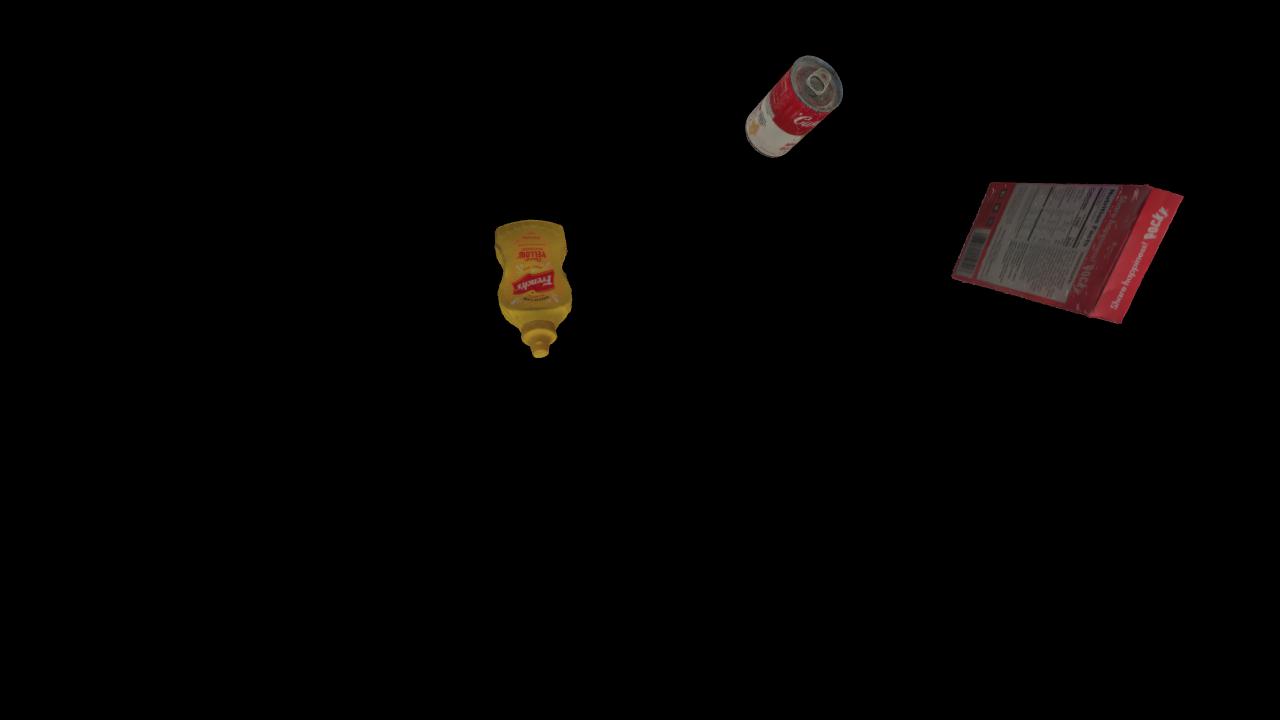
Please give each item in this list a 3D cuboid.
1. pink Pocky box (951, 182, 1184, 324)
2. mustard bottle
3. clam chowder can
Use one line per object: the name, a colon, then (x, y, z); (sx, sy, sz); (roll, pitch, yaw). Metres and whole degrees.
pink Pocky box: (0.297, -0.085, 0.448); (0.029, 0.084, 0.155); (14, 15, -9)
mustard bottle: (-0.129, -0.085, 0.756); (0.092, 0.184, 0.054); (-2, -28, -15)
clam chowder can: (0.175, -0.289, 0.712); (0.068, 0.068, 0.102); (0, -12, -21)
